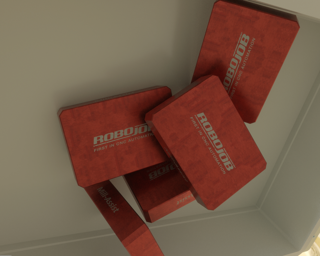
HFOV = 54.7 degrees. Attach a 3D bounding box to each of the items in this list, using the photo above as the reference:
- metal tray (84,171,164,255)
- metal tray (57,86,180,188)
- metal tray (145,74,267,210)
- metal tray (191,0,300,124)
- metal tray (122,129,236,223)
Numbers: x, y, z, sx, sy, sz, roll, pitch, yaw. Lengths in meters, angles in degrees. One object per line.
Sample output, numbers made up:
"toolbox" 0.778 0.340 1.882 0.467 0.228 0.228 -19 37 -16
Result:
"metal tray" -0.048 0.115 0.385 0.030 0.130 0.090 -35 130 -17
"metal tray" -0.044 0.007 0.367 0.131 0.030 0.089 -16 104 -20
"metal tray" 0.055 0.016 0.356 0.090 0.030 0.130 -35 103 -13
"metal tray" 0.091 -0.076 0.364 0.090 0.030 0.129 19 126 8
"metal tray" 0.021 0.055 0.411 0.131 0.090 0.030 -25 138 -14
